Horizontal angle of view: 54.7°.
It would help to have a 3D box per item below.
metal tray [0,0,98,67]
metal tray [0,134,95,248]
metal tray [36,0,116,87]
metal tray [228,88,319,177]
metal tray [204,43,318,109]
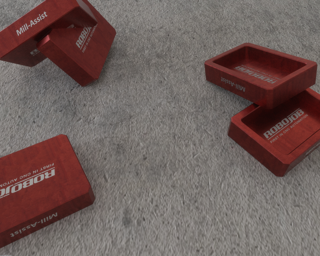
[{"bbox_3d":[-0.163,-0.139,0.446,0.130,0.090,0.030,-31,91,7],"label":"metal tray"},{"bbox_3d":[-0.150,0.069,0.341,0.131,0.030,0.090,-23,54,-19],"label":"metal tray"},{"bbox_3d":[-0.122,-0.138,0.476,0.030,0.090,0.130,-23,41,33],"label":"metal tray"},{"bbox_3d":[0.166,-0.006,0.405,0.131,0.030,0.090,-31,57,-24],"label":"metal tray"},{"bbox_3d":[0.138,-0.080,0.441,0.091,0.030,0.130,-28,38,-20],"label":"metal tray"}]
